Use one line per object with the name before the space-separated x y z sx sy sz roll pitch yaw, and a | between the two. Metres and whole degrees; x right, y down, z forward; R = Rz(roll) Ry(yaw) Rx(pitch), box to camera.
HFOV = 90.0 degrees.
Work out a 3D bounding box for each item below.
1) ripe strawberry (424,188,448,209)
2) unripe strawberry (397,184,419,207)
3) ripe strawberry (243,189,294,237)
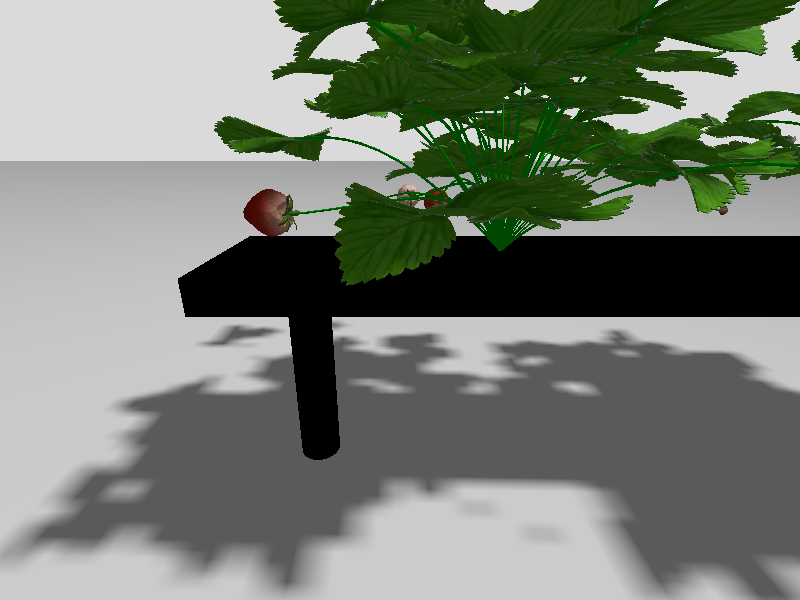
ripe strawberry | 0.049 -0.138 0.559 0.035 0.037 0.037 -4 17 -10
unripe strawberry | 0.011 -0.162 0.622 0.034 0.036 0.037 -5 21 -14
ripe strawberry | -0.140 -0.092 0.420 0.051 0.049 0.047 6 22 17
